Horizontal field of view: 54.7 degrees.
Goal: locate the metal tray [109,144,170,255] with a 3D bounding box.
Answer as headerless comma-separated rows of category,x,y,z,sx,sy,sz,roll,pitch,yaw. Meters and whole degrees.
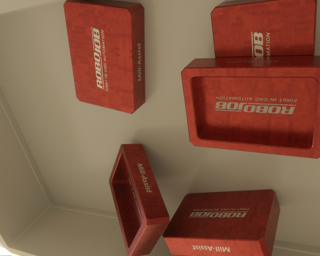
metal tray,-0.034,0.096,0.429,0.030,0.130,0.089,1,133,-26

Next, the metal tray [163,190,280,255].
metal tray,0.079,0.121,0.399,0.130,0.090,0.030,-11,111,33

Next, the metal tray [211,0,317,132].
metal tray,0.105,-0.061,0.312,0.090,0.030,0.129,3,120,26

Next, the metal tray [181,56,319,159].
metal tray,0.091,-0.022,0.304,0.130,0.030,0.089,5,121,26

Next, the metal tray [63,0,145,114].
metal tray,-0.066,-0.088,0.386,0.090,0.030,0.129,14,124,20
